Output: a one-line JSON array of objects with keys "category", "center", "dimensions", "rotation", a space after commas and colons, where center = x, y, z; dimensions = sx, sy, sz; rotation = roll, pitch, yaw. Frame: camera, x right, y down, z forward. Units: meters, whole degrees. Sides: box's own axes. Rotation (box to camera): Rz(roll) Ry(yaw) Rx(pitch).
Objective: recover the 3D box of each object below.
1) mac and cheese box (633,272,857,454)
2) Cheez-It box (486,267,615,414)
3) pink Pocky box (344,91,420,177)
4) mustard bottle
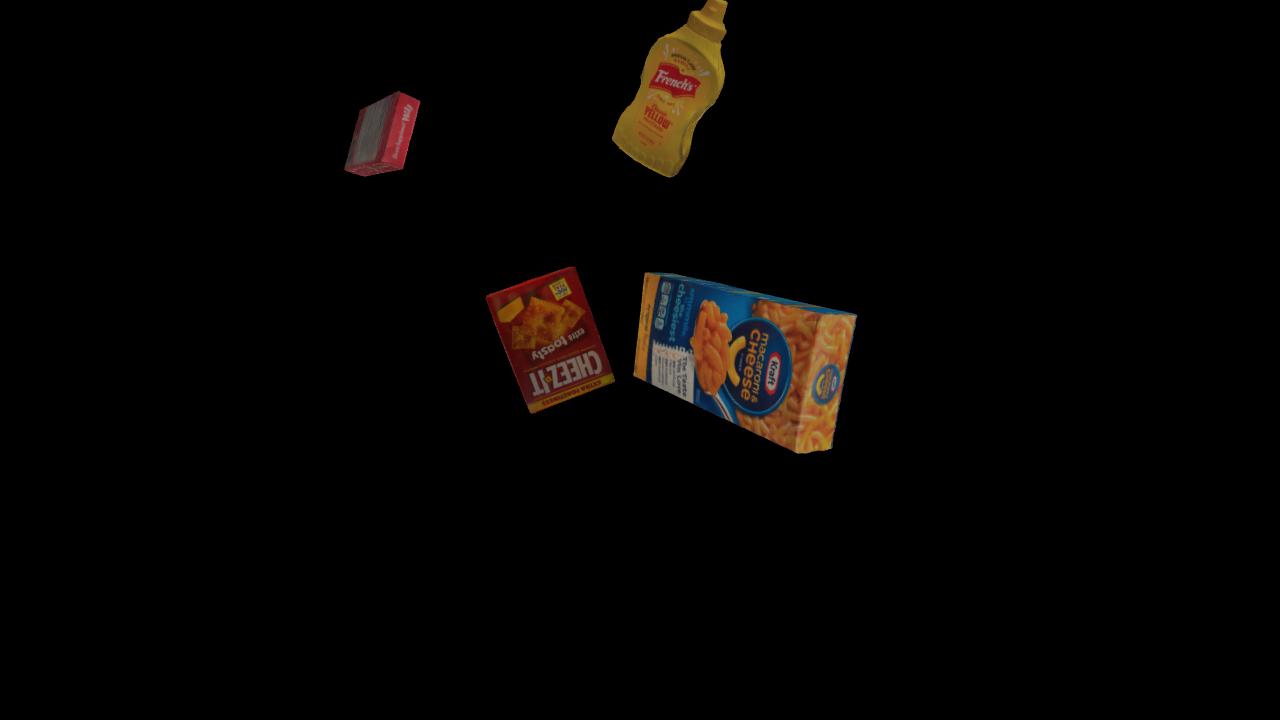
[{"category": "mac and cheese box", "center": [0.065, -0.007, 0.455], "dimensions": [0.041, 0.093, 0.184], "rotation": [-1, 14, -36]}, {"category": "Cheez-It box", "center": [-0.159, -0.037, 1.102], "dimensions": [0.166, 0.223, 0.071], "rotation": [-20, 12, -7]}, {"category": "pink Pocky box", "center": [-0.319, -0.273, 0.756], "dimensions": [0.029, 0.084, 0.155], "rotation": [14, 0, -41]}, {"category": "mustard bottle", "center": [0.043, -0.303, 0.676], "dimensions": [0.092, 0.184, 0.054], "rotation": [38, 36, 9]}]
